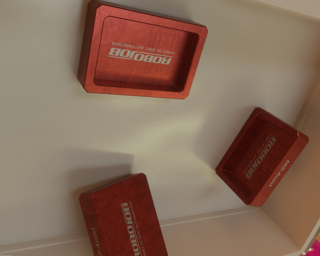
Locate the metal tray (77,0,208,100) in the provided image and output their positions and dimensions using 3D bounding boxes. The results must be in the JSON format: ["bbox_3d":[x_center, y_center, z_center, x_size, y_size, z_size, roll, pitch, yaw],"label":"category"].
[{"bbox_3d":[-0.018,-0.082,0.345,0.131,0.030,0.089,1,118,-29],"label":"metal tray"}]

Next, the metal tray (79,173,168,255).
[{"bbox_3d":[-0.044,0.133,0.402,0.091,0.030,0.129,-16,90,-46],"label":"metal tray"}]

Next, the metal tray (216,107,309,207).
[{"bbox_3d":[0.152,0.044,0.479,0.030,0.090,0.129,19,108,-36],"label":"metal tray"}]
